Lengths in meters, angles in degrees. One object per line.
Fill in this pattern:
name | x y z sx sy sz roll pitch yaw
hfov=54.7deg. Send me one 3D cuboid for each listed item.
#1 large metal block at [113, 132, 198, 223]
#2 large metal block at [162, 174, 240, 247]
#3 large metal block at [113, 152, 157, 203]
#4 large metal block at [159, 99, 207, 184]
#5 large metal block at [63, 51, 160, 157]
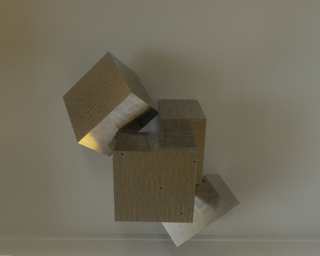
large metal block | -0.005 0.051 0.329 0.081 0.050 0.079 2 110 -1
large metal block | 0.053 0.105 0.412 0.080 0.080 0.050 -39 71 13
large metal block | -0.029 0.059 0.402 0.050 0.080 0.079 1 110 -1
large metal block | 0.024 0.014 0.384 0.050 0.080 0.079 1 110 -1
large metal block | -0.059 -0.028 0.362 0.080 0.080 0.050 -41 140 13
